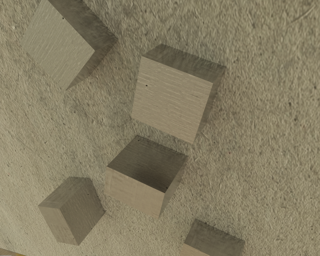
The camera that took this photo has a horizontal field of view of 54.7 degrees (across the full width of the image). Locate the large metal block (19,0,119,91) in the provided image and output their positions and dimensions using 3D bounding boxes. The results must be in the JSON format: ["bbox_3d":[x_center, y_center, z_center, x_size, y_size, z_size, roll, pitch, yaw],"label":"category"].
[{"bbox_3d":[-0.113,-0.107,0.384,0.080,0.050,0.080,47,129,-5],"label":"large metal block"}]

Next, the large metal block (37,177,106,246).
[{"bbox_3d":[-0.150,0.142,0.538,0.050,0.080,0.080,-2,117,29],"label":"large metal block"}]

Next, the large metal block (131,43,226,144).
[{"bbox_3d":[0.019,-0.040,0.356,0.080,0.050,0.079,24,127,13],"label":"large metal block"}]

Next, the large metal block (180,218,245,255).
[{"bbox_3d":[0.075,0.198,0.474,0.080,0.050,0.079,21,127,15],"label":"large metal block"}]

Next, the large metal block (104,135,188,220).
[{"bbox_3d":[-0.018,0.063,0.420,0.080,0.080,0.050,22,127,15],"label":"large metal block"}]
